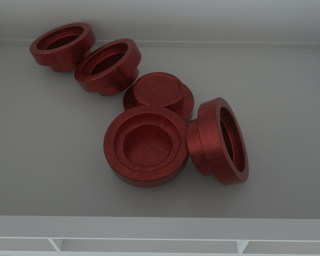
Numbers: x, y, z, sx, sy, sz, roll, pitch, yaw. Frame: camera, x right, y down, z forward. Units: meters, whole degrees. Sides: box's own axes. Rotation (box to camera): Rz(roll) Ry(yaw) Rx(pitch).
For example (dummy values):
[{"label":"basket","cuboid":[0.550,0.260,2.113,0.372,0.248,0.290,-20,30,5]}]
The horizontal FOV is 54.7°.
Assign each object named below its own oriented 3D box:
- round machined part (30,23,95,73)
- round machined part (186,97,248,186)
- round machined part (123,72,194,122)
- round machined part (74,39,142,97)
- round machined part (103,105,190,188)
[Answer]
[{"label":"round machined part","cuboid":[-0.147,-0.123,0.485,0.098,0.042,0.098,-10,40,9]},{"label":"round machined part","cuboid":[0.063,0.018,0.353,0.042,0.098,0.098,-18,45,26]},{"label":"round machined part","cuboid":[-0.002,-0.040,0.428,0.099,0.042,0.098,0,50,0]},{"label":"round machined part","cuboid":[-0.070,-0.083,0.447,0.098,0.042,0.098,-19,39,16]},{"label":"round machined part","cuboid":[-0.014,0.024,0.366,0.099,0.042,0.098,-1,59,2]}]
